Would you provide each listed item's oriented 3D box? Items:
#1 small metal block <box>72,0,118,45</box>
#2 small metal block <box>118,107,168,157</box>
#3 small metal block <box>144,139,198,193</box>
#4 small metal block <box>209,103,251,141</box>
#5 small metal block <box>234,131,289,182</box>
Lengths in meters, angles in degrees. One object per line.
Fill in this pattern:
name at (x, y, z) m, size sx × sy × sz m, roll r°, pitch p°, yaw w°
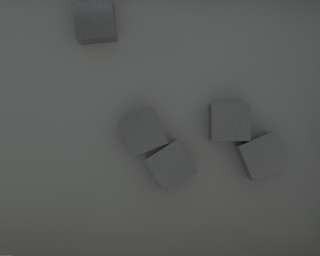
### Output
small metal block at (-0.085, -0.140, 0.410) m, size 0.050 × 0.025 × 0.050 m, roll -7°, pitch 90°, yaw -1°
small metal block at (-0.022, 0.006, 0.411) m, size 0.050 × 0.025 × 0.050 m, roll -22°, pitch 90°, yaw -1°
small metal block at (0.014, 0.049, 0.412) m, size 0.050 × 0.025 × 0.050 m, roll -33°, pitch 90°, yaw -1°
small metal block at (0.092, -0.008, 0.413) m, size 0.050 × 0.025 × 0.050 m, roll 0°, pitch 90°, yaw -1°
small metal block at (0.134, 0.037, 0.413) m, size 0.050 × 0.025 × 0.050 m, roll -23°, pitch 90°, yaw -1°
